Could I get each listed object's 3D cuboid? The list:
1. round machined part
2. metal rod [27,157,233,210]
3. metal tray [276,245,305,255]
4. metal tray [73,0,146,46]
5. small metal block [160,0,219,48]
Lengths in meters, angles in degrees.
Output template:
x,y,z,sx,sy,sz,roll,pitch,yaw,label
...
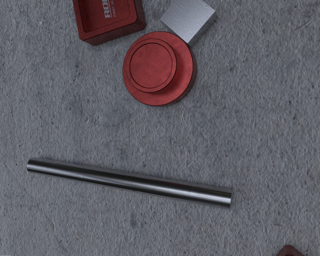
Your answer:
x,y,z,sx,sy,sz,roll,pitch,yaw,label
-0.005,-0.077,0.401,0.098,0.042,0.097,0,90,19,round machined part
-0.054,0.072,0.426,0.301,0.025,0.025,6,92,19,metal rod
0.145,0.214,0.355,0.090,0.030,0.129,38,102,15,metal tray
-0.077,-0.191,0.432,0.090,0.030,0.129,-12,86,19,metal tray
0.037,-0.140,0.395,0.050,0.025,0.050,45,104,14,small metal block
